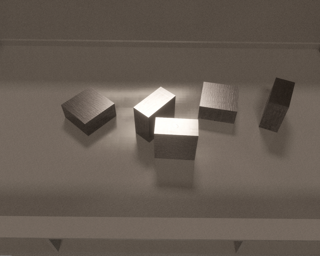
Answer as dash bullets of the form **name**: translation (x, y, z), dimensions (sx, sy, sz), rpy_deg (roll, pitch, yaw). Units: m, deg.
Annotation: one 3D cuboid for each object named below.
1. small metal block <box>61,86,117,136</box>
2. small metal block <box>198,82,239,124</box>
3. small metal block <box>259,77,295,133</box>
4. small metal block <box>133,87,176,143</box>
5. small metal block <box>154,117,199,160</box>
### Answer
- **small metal block**: translation (-0.097, -0.024, 0.424), dimensions (0.050, 0.025, 0.050), rpy_deg (35, 58, 25)
- **small metal block**: translation (0.083, -0.036, 0.437), dimensions (0.050, 0.025, 0.050), rpy_deg (9, 51, 7)
- **small metal block**: translation (0.157, -0.031, 0.417), dimensions (0.025, 0.050, 0.050), rpy_deg (19, 53, 15)
- **small metal block**: translation (-0.006, -0.017, 0.403), dimensions (0.025, 0.050, 0.050), rpy_deg (35, 58, 25)
- **small metal block**: translation (0.019, 0.014, 0.377), dimensions (0.050, 0.050, 0.025), rpy_deg (3, 50, 2)
